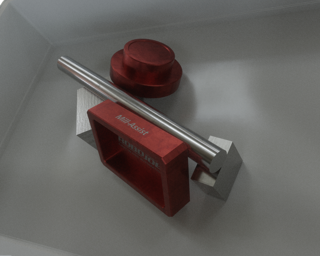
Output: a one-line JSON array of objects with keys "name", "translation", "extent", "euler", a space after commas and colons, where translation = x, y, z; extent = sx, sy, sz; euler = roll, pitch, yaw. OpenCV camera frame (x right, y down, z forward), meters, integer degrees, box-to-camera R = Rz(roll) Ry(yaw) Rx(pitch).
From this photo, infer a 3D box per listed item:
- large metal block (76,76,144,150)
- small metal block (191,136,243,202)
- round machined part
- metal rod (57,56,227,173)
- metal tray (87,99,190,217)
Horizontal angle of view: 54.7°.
[{"name": "large metal block", "translation": [-0.068, -0.025, 0.437], "extent": [0.080, 0.050, 0.080], "euler": [-20, 54, 16]}, {"name": "small metal block", "translation": [0.062, 0.044, 0.328], "extent": [0.025, 0.050, 0.050], "euler": [15, 70, 34]}, {"name": "round machined part", "translation": [-0.017, -0.087, 0.420], "extent": [0.099, 0.042, 0.098], "euler": [8, 42, -7]}, {"name": "metal rod", "translation": [-0.045, -0.033, 0.381], "extent": [0.300, 0.025, 0.025], "euler": [33, 80, 38]}, {"name": "metal tray", "translation": [-0.026, 0.031, 0.351], "extent": [0.030, 0.089, 0.130], "euler": [-34, 46, -30]}]
